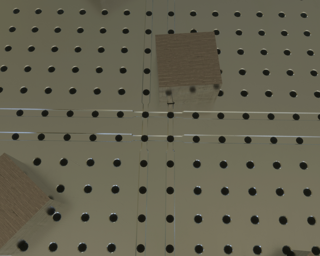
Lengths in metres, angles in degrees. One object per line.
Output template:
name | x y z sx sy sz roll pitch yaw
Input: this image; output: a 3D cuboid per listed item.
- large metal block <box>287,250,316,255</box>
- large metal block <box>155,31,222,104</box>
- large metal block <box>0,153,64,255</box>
large metal block | 0.155 0.191 0.330 0.080 0.050 0.080 -39 75 -13
large metal block | 0.036 -0.083 0.429 0.080 0.050 0.080 -4 70 -2
large metal block | -0.178 0.090 0.365 0.080 0.050 0.080 40 75 13
